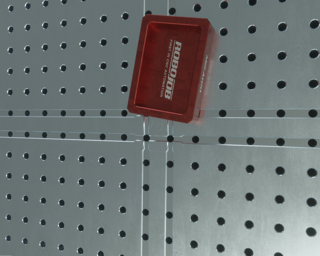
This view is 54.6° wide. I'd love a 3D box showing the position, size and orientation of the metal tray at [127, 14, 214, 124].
[{"bbox_3d":[0.013,-0.077,0.405,0.090,0.030,0.129,11,94,19],"label":"metal tray"}]
